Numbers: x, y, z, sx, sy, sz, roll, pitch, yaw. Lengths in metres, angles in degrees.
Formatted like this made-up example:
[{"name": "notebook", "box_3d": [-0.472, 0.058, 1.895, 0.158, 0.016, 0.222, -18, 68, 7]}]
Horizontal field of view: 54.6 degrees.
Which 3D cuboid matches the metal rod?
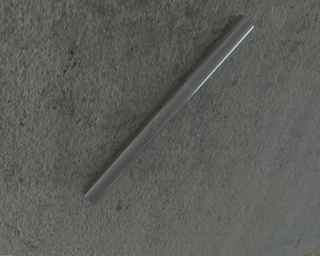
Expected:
[{"name": "metal rod", "box_3d": [0.007, -0.020, 0.397, 0.300, 0.025, 0.025, -48, 129, 6]}]
